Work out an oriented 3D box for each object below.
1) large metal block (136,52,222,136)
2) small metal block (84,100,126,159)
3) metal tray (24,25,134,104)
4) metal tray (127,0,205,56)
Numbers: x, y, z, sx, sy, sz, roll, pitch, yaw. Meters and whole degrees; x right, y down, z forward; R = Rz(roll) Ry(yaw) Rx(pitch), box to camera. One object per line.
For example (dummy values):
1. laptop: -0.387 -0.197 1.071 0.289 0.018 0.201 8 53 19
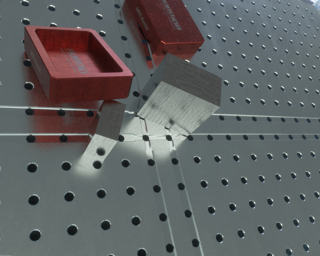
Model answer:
1. large metal block: 0.025 -0.041 0.413 0.080 0.080 0.050 22 54 -16
2. small metal block: -0.064 0.001 0.358 0.025 0.050 0.050 20 54 -17
3. metal tray: -0.100 -0.080 0.367 0.091 0.030 0.130 -8 42 -32
4. metal tray: 0.008 -0.185 0.524 0.091 0.030 0.130 -12 68 -34
